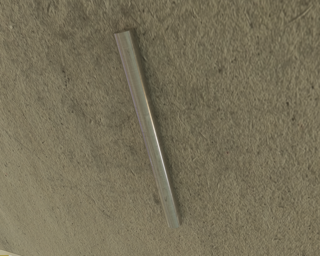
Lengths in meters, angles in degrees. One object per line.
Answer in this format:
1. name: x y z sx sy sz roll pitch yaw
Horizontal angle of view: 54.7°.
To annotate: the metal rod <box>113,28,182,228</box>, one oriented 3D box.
1. metal rod: -0.010 0.018 0.423 0.025 0.025 0.298 0 119 28
